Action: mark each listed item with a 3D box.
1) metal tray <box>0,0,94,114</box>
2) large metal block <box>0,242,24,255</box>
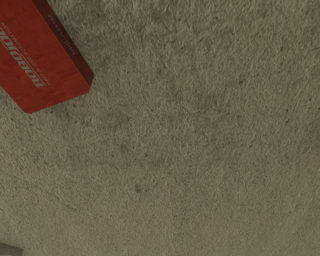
[{"bbox_3d":[-0.143,-0.083,0.332,0.090,0.030,0.130,-18,128,14],"label":"metal tray"},{"bbox_3d":[-0.334,0.270,0.617,0.080,0.050,0.080,29,124,-23],"label":"large metal block"}]
